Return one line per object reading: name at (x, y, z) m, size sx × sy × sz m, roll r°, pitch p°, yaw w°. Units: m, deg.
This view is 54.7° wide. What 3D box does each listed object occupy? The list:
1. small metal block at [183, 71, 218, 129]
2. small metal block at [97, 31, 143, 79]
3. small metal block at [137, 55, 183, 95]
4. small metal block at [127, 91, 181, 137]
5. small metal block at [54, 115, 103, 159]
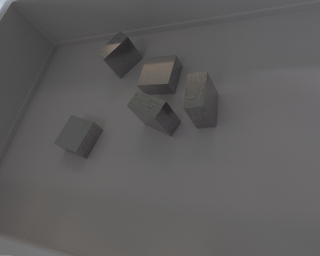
small metal block at (0.052, -0.034, 0.383) m, size 0.025 × 0.050 × 0.050 m, roll -5°, pitch 59°, yaw 26°
small metal block at (-0.063, -0.115, 0.494) m, size 0.050 × 0.050 × 0.025 m, roll -44°, pitch 51°, yaw -2°
small metal block at (0.000, -0.077, 0.453) m, size 0.050 × 0.025 × 0.050 m, roll 1°, pitch 62°, yaw 28°
small metal block at (-0.007, -0.019, 0.405) m, size 0.050 × 0.050 × 0.025 m, roll 25°, pitch 76°, yaw 36°
small metal block at (-0.121, 0.013, 0.462) m, size 0.050 × 0.025 × 0.050 m, roll 15°, pitch 69°, yaw 34°
